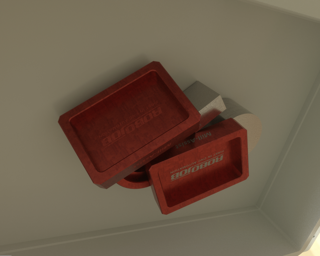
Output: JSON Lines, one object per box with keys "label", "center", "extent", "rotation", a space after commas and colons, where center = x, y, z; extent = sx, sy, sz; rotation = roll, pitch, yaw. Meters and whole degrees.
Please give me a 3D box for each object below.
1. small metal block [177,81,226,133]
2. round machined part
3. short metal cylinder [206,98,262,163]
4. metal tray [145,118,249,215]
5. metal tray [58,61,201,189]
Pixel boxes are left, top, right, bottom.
{"label": "small metal block", "center": [0.048, -0.029, 0.400], "extent": [0.050, 0.050, 0.025], "rotation": [-38, 130, -5]}
{"label": "round machined part", "center": [-0.025, 0.028, 0.402], "extent": [0.099, 0.042, 0.097], "rotation": [-14, 125, -21]}
{"label": "short metal cylinder", "center": [0.098, 0.004, 0.448], "extent": [0.081, 0.050, 0.079], "rotation": [-14, 125, -21]}
{"label": "metal tray", "center": [0.050, 0.050, 0.402], "extent": [0.131, 0.030, 0.089], "rotation": [-21, 126, -11]}
{"label": "metal tray", "center": [-0.032, -0.005, 0.342], "extent": [0.131, 0.090, 0.030], "rotation": [-32, 161, -8]}
